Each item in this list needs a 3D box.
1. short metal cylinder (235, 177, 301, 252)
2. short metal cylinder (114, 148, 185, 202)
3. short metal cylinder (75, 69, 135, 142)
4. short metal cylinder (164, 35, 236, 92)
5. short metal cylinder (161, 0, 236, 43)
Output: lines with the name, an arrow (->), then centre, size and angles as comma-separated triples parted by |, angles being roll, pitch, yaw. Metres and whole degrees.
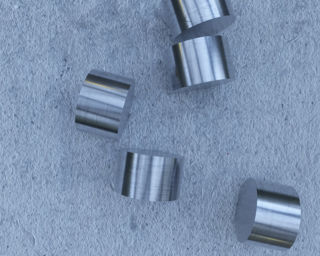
short metal cylinder -> 0.130, 0.106, 0.383 | 0.050, 0.080, 0.080 | 12, 90, 0
short metal cylinder -> -0.013, 0.055, 0.382 | 0.080, 0.080, 0.050 | 8, 90, 0
short metal cylinder -> -0.065, -0.028, 0.382 | 0.050, 0.080, 0.080 | 15, 90, 0
short metal cylinder -> 0.049, -0.076, 0.383 | 0.080, 0.080, 0.050 | -11, 90, 0
short metal cylinder -> 0.047, -0.144, 0.383 | 0.080, 0.080, 0.050 | -18, 90, 0
